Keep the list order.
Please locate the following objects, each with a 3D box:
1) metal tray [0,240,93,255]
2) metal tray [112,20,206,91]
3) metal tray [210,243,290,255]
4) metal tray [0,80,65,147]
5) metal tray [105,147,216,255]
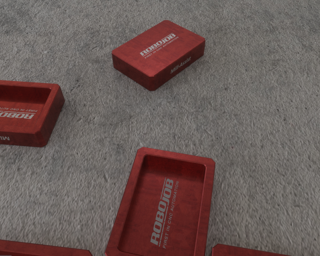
[{"bbox_3d":[-0.131,0.150,0.272,0.131,0.030,0.090,5,50,4],"label":"metal tray"},{"bbox_3d":[-0.001,-0.122,0.502,0.090,0.030,0.131,35,58,26],"label":"metal tray"},{"bbox_3d":[0.106,0.159,0.266,0.131,0.030,0.090,8,50,6],"label":"metal tray"},{"bbox_3d":[-0.207,-0.023,0.417,0.131,0.030,0.090,4,50,3],"label":"metal tray"},{"bbox_3d":[0.006,0.086,0.327,0.090,0.030,0.130,9,51,7],"label":"metal tray"}]
